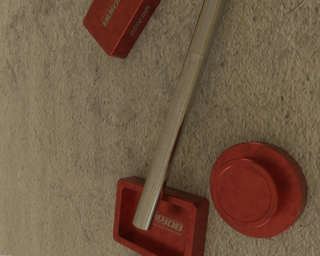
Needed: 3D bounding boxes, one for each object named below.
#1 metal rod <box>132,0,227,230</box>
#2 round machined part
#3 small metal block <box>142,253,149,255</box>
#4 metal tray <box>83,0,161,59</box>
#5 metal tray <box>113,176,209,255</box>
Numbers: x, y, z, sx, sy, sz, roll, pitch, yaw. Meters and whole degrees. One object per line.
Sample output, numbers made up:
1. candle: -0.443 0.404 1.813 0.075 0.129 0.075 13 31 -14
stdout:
1. metal rod: 0.024 -0.024 0.360 0.025 0.025 0.298 22 97 37
2. round machined part: 0.093 0.063 0.316 0.098 0.042 0.097 0 90 39
3. small metal block: -0.020 0.210 0.419 0.050 0.025 0.050 39 113 33
4. metal tray: -0.052 -0.177 0.443 0.090 0.030 0.129 52 120 27
5. metal tray: -0.004 0.121 0.402 0.130 0.030 0.089 9 96 39
